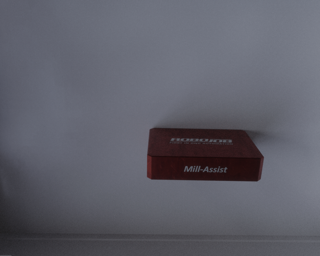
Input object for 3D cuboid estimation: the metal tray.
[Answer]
[{"bbox_3d":[0.051,0.030,0.388,0.131,0.090,0.030,1,110,-1],"label":"metal tray"}]
